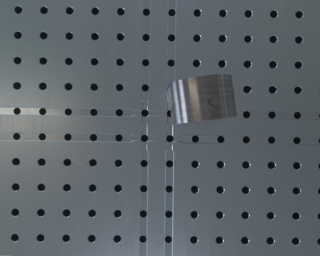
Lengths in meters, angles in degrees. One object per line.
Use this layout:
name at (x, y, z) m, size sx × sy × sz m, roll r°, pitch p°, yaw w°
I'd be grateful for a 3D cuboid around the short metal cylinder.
short metal cylinder at (0.052, -0.034, 0.386) m, size 0.080 × 0.080 × 0.050 m, roll -7°, pitch 90°, yaw 0°
